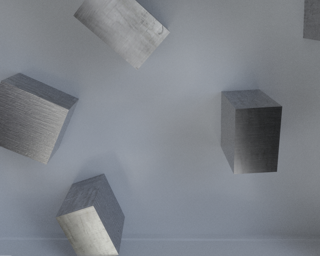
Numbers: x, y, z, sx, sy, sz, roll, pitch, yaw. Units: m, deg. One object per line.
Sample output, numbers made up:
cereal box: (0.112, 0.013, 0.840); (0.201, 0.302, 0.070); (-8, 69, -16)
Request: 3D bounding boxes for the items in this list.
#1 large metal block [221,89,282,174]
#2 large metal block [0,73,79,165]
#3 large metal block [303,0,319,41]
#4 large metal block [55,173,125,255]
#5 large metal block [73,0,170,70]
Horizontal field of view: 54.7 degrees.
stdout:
large metal block: (0.109, 0.001, 0.384); (0.050, 0.080, 0.079); (-3, 110, 1)
large metal block: (-0.160, -0.012, 0.391); (0.080, 0.050, 0.080); (24, 108, -9)
large metal block: (0.216, -0.126, 0.339); (0.080, 0.080, 0.050); (-6, 110, 2)
large metal block: (-0.091, 0.123, 0.426); (0.050, 0.080, 0.080); (-19, 109, 6)
large metal block: (-0.037, -0.115, 0.339); (0.080, 0.080, 0.050); (39, 105, -14)
